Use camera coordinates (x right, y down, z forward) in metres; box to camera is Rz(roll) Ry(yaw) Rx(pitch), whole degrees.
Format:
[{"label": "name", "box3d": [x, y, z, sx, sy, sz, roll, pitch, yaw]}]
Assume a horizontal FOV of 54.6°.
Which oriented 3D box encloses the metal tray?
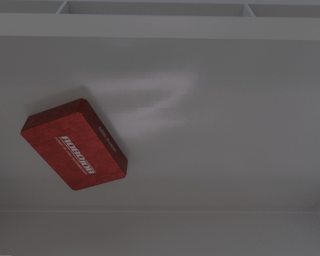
[{"label": "metal tray", "box3d": [-0.112, 0.028, 0.429, 0.090, 0.030, 0.130, -17, 128, 14]}]
